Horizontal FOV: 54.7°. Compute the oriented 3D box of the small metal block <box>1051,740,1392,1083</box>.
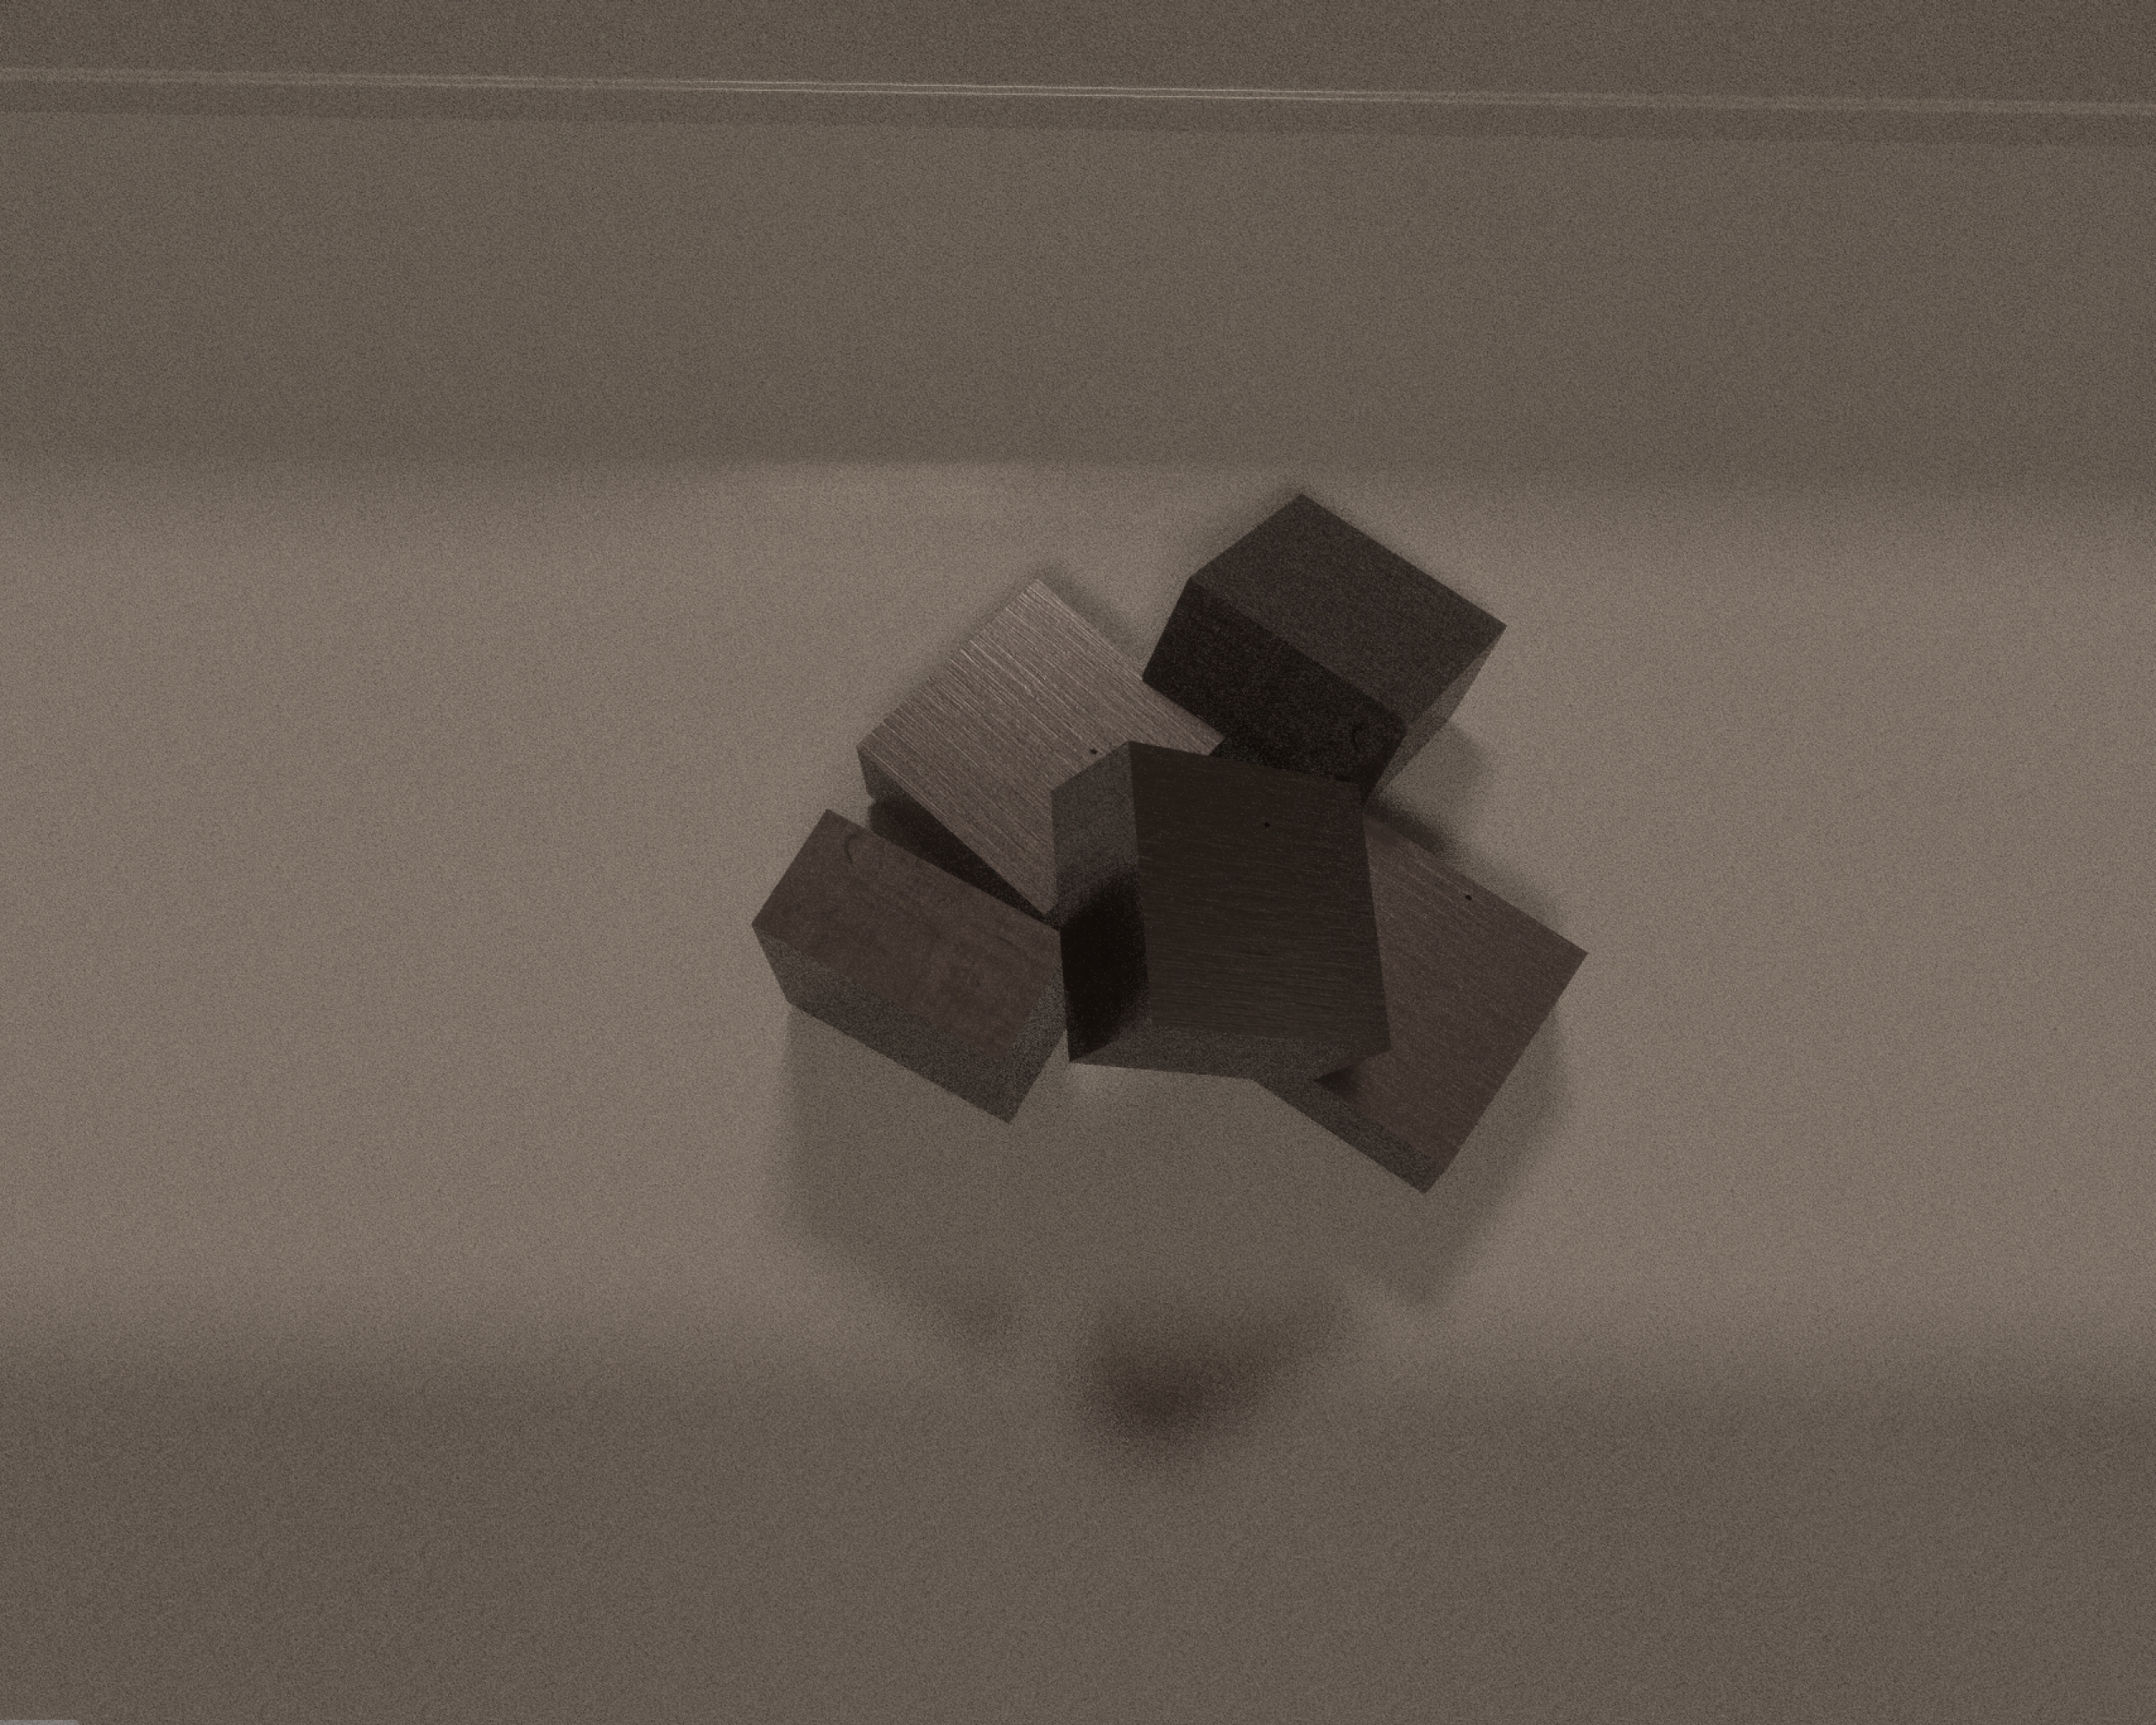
[{"bbox_3d":[0.025,0.010,0.366,0.050,0.025,0.050,9,66,-32],"label":"small metal block"}]

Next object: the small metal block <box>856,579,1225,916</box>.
[{"bbox_3d":[-0.007,-0.019,0.414,0.050,0.025,0.050,42,75,13],"label":"small metal block"}]

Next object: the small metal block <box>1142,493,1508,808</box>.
[{"bbox_3d":[0.049,-0.042,0.412,0.050,0.025,0.050,35,41,11],"label":"small metal block"}]

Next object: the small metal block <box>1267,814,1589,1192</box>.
[{"bbox_3d":[0.060,0.027,0.399,0.050,0.025,0.050,34,73,11],"label":"small metal block"}]

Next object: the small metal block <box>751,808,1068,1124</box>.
[{"bbox_3d":[-0.029,0.020,0.386,0.050,0.050,0.025,28,73,9],"label":"small metal block"}]
